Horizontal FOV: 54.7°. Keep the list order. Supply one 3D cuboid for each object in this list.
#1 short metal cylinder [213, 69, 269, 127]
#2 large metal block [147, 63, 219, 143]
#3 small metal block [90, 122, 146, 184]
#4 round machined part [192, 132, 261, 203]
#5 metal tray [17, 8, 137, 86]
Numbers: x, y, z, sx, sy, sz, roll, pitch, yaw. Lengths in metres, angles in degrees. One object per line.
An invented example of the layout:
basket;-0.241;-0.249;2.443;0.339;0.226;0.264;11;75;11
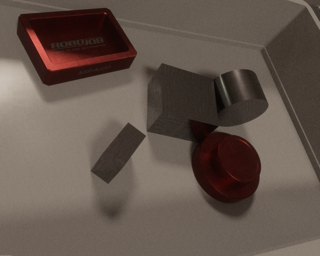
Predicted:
short metal cylinder;0.112;-0.042;0.459;0.081;0.080;0.050;1;61;-28
large metal block;0.029;-0.033;0.426;0.081;0.050;0.080;13;56;-21
small metal block;-0.047;0.029;0.348;0.025;0.050;0.050;38;51;-3
round machined part;0.096;0.048;0.419;0.099;0.042;0.098;14;56;-21
metal tray;-0.107;-0.113;0.414;0.131;0.030;0.090;-21;73;-36
